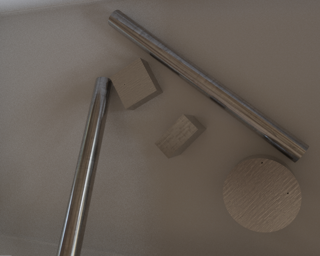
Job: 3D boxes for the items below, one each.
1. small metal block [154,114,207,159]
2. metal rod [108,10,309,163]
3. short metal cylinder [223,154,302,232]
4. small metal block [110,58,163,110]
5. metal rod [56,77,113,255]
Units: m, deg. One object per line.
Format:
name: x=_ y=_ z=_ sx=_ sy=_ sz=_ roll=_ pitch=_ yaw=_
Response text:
small metal block: x=0.027 y=0.010 z=0.387 sx=0.050 sy=0.050 sz=0.025 roll=-46 pitch=76 yaw=14
metal rod: x=0.049 y=-0.062 z=0.392 sx=0.300 sy=0.025 sz=0.025 roll=39 pitch=102 yaw=15
short metal cylinder: x=0.117 y=0.072 z=0.356 sx=0.080 sy=0.050 sz=0.079 roll=0 pitch=90 yaw=19
small metal block: x=-0.032 y=-0.059 z=0.421 sx=0.050 sy=0.025 sz=0.050 roll=-29 pitch=81 yaw=17
metal rod: x=-0.093 y=0.068 z=0.373 sx=0.025 sy=0.025 sz=0.299 roll=-4 pitch=62 yaw=19
